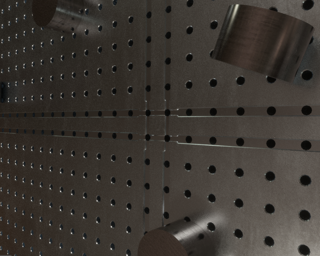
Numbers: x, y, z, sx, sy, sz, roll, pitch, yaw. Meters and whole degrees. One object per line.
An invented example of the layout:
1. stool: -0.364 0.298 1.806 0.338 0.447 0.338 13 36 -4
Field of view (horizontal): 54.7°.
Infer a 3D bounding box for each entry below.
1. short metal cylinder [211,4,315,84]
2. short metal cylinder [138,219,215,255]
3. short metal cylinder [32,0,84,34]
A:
1. short metal cylinder: 0.095 -0.079 0.294 0.080 0.081 0.050 28 108 36
2. short metal cylinder: 0.019 0.157 0.375 0.080 0.050 0.079 0 90 39
3. short metal cylinder: -0.177 -0.210 0.536 0.080 0.050 0.079 0 90 39
